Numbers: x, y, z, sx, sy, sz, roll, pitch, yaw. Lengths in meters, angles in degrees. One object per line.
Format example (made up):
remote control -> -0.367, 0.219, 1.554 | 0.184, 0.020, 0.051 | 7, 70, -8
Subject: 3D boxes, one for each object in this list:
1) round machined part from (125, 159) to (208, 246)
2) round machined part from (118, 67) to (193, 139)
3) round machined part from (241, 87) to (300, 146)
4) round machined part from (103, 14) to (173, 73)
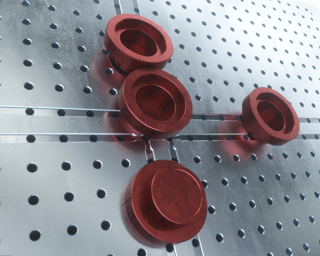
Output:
round machined part -> 0.013, 0.081, 0.356 | 0.099, 0.042, 0.098 | 14, 56, -21
round machined part -> -0.009, -0.029, 0.411 | 0.099, 0.042, 0.098 | 14, 56, -21
round machined part -> 0.173, -0.015, 0.502 | 0.099, 0.042, 0.098 | 14, 56, -21
round machined part -> -0.034, -0.116, 0.447 | 0.099, 0.042, 0.098 | 14, 51, -18
